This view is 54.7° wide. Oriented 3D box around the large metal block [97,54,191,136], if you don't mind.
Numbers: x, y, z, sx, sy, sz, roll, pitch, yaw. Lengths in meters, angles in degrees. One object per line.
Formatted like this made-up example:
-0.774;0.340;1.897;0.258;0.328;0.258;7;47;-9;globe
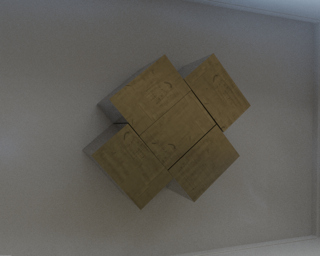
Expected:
-0.022;-0.037;0.372;0.080;0.080;0.050;-42;104;-15;large metal block

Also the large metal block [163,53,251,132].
0.055;-0.042;0.402;0.050;0.080;0.080;-43;104;-15;large metal block

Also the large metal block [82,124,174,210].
-0.041;0.041;0.366;0.050;0.080;0.080;-43;104;-15;large metal block

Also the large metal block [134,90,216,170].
0.008;0.002;0.385;0.080;0.080;0.050;-42;104;-15;large metal block

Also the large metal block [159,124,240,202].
0.039;0.040;0.396;0.080;0.080;0.050;-42;104;-15;large metal block
